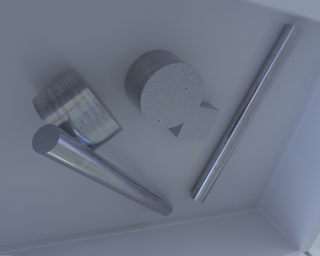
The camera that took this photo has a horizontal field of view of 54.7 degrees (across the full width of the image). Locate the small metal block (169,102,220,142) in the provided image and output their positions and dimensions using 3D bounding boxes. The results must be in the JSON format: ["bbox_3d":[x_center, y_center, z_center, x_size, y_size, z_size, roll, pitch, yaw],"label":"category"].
[{"bbox_3d":[0.048,-0.011,0.430,0.050,0.025,0.050,9,114,-33],"label":"small metal block"}]

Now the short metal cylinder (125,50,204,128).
[{"bbox_3d":[0.005,-0.047,0.368,0.081,0.050,0.079,-14,125,-21],"label":"short metal cylinder"}]

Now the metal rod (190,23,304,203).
[{"bbox_3d":[0.125,-0.011,0.472,0.025,0.025,0.298,14,111,-34],"label":"metal rod"}]

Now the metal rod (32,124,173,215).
[{"bbox_3d":[-0.040,0.068,0.368,0.025,0.025,0.300,-40,149,-1],"label":"metal rod"}]

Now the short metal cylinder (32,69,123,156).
[{"bbox_3d":[-0.083,-0.014,0.320,0.050,0.080,0.080,-38,130,-3],"label":"short metal cylinder"}]
